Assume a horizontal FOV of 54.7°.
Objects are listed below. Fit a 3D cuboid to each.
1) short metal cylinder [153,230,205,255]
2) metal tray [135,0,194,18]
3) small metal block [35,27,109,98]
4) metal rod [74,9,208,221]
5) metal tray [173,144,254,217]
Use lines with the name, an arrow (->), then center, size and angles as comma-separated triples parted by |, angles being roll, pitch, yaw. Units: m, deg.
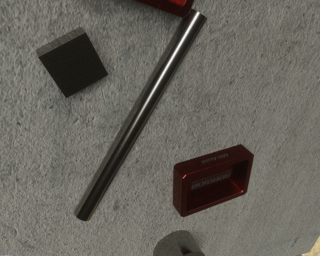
short metal cylinder -> 0.034, 0.232, 0.555 | 0.081, 0.050, 0.079 | -14, 125, -21
metal tray -> -0.017, -0.168, 0.290 | 0.131, 0.030, 0.089 | 7, 115, -32
small metal block -> -0.089, -0.067, 0.317 | 0.050, 0.025, 0.050 | -31, 129, -8
metal rod -> -0.031, -0.006, 0.387 | 0.025, 0.025, 0.298 | 20, 107, -36
metal tray -> 0.086, 0.085, 0.505 | 0.131, 0.030, 0.089 | -14, 125, -21
